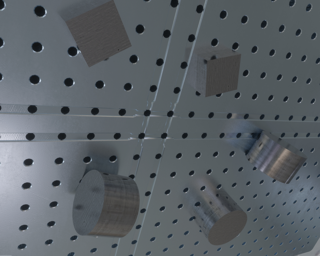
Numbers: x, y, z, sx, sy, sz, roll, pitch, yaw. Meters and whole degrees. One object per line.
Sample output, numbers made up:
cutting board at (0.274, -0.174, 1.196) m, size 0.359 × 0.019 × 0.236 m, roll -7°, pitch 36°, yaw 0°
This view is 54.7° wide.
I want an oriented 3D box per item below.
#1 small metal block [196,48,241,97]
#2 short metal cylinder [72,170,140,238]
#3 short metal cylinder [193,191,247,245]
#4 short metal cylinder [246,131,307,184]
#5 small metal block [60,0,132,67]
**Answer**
small metal block at (0.076, -0.073, 0.407) m, size 0.050 × 0.025 × 0.050 m, roll -15°, pitch 125°, yaw -20°
short metal cylinder at (-0.070, 0.098, 0.398) m, size 0.050 × 0.080 × 0.080 m, roll 20°, pitch 108°, yaw -36°
short metal cylinder at (0.107, 0.161, 0.553) m, size 0.081 × 0.050 × 0.079 m, roll -14°, pitch 124°, yaw -21°
short metal cylinder at (0.191, 0.047, 0.509) m, size 0.081 × 0.080 × 0.050 m, roll 17°, pitch 109°, yaw -35°
small metal block at (-0.064, -0.098, 0.316) m, size 0.050 × 0.025 × 0.050 m, roll -30°, pitch 129°, yaw -10°
